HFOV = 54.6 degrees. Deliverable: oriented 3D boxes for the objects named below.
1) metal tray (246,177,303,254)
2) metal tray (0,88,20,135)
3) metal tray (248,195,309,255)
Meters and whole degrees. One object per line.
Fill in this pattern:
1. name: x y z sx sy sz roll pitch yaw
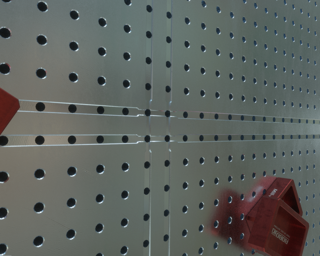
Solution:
1. metal tray: 0.221 0.167 0.589 0.131 0.030 0.090 -35 112 -34
2. metal tray: -0.195 -0.020 0.242 0.130 0.030 0.090 40 66 -33
3. metal tray: 0.211 0.185 0.541 0.130 0.030 0.090 38 67 -33
